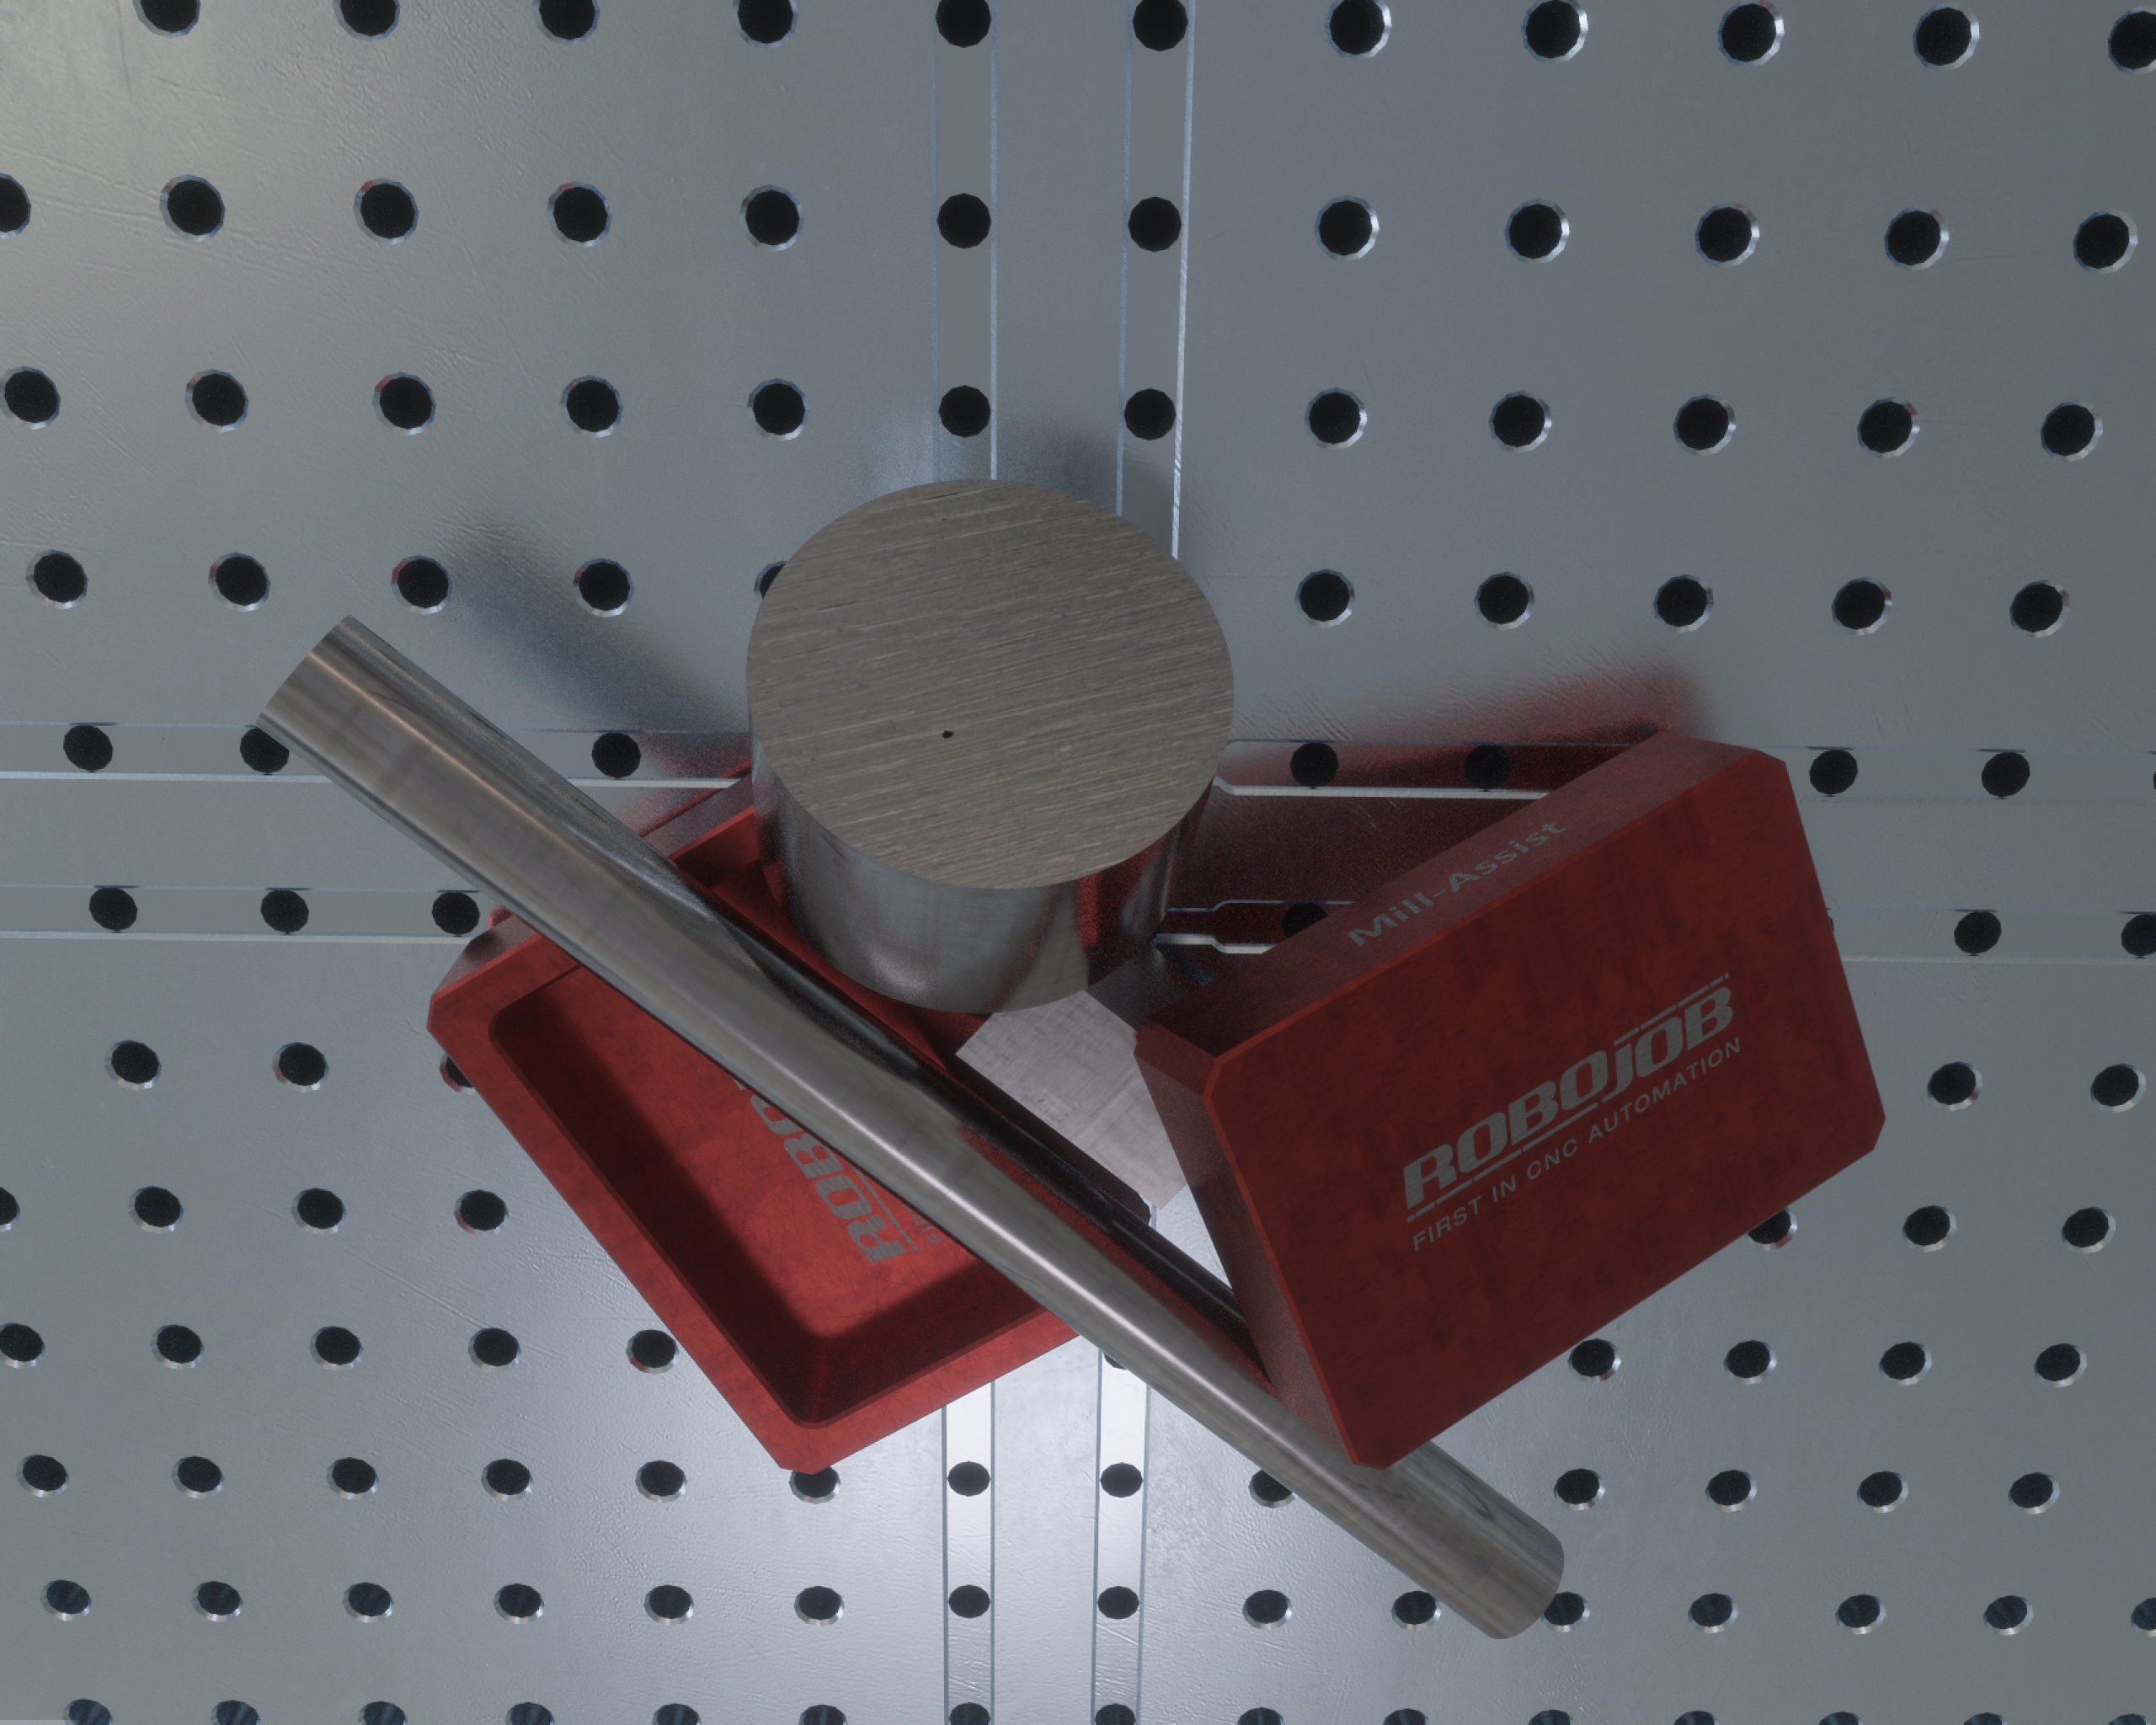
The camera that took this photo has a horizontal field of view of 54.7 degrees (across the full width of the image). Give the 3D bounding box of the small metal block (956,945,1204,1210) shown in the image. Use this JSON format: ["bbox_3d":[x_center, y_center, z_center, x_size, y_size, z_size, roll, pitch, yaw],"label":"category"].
[{"bbox_3d":[0.005,0.033,0.407,0.050,0.050,0.025,39,106,-13],"label":"small metal block"}]

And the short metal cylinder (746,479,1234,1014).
[{"bbox_3d":[-0.017,-0.020,0.366,0.081,0.080,0.050,8,152,-3],"label":"short metal cylinder"}]

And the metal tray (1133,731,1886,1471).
[{"bbox_3d":[0.085,0.043,0.396,0.131,0.030,0.090,-28,110,-16],"label":"metal tray"}]

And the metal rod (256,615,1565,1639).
[{"bbox_3d":[-0.021,0.058,0.399,0.301,0.025,0.025,39,105,-14],"label":"metal rod"}]

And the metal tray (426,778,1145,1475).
[{"bbox_3d":[-0.055,0.053,0.425,0.090,0.030,0.130,-30,108,10],"label":"metal tray"}]
